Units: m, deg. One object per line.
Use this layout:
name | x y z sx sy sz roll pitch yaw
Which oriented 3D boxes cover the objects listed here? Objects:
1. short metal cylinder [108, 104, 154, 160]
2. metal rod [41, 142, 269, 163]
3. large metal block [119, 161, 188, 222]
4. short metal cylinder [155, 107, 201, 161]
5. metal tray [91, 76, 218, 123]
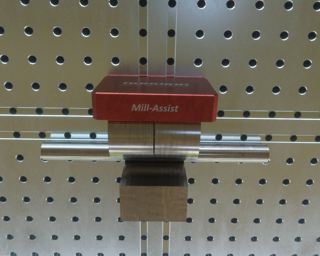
short metal cylinder | -0.033 -0.001 0.381 0.050 0.080 0.079 1 110 0
metal rod | -0.006 0.033 0.421 0.302 0.025 0.025 1 110 -1
large metal block | -0.008 0.077 0.408 0.081 0.080 0.050 1 110 -1
short metal cylinder | 0.020 0.000 0.381 0.050 0.080 0.079 2 110 -1
metal tray | -0.005 -0.036 0.361 0.131 0.090 0.030 1 110 -1
